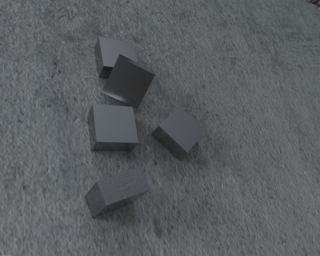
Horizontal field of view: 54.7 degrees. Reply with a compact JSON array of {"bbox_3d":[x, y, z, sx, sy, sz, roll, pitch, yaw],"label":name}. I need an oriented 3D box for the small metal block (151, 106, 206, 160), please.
[{"bbox_3d":[0.025,0.006,0.415,0.050,0.025,0.050,44,51,1],"label":"small metal block"}]

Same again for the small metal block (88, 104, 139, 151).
[{"bbox_3d":[-0.057,0.000,0.374,0.050,0.025,0.050,3,61,-27],"label":"small metal block"}]

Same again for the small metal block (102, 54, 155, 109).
[{"bbox_3d":[-0.041,-0.060,0.401,0.050,0.050,0.025,25,17,-14],"label":"small metal block"}]

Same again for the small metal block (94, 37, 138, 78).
[{"bbox_3d":[-0.061,-0.096,0.431,0.050,0.025,0.050,1,61,-28],"label":"small metal block"}]

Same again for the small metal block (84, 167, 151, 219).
[{"bbox_3d":[-0.045,0.068,0.323,0.050,0.050,0.025,-14,69,-34],"label":"small metal block"}]
